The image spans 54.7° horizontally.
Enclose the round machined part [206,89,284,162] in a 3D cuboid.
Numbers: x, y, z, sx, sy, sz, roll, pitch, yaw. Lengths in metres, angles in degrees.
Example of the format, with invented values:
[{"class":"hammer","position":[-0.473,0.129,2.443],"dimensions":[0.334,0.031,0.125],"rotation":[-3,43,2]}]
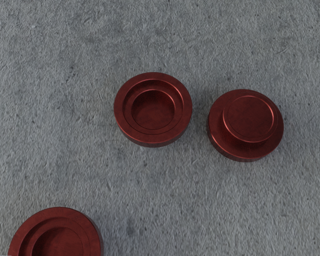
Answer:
[{"class":"round machined part","position":[0.112,-0.008,0.402],"dimensions":[0.099,0.042,0.098],"rotation":[0,70,0]}]

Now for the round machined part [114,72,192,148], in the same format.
[{"class":"round machined part","position":[-0.009,-0.021,0.406],"dimensions":[0.099,0.042,0.098],"rotation":[0,70,0]}]

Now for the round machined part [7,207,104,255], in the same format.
[{"class":"round machined part","position":[-0.112,0.140,0.347],"dimensions":[0.099,0.042,0.098],"rotation":[0,70,0]}]
